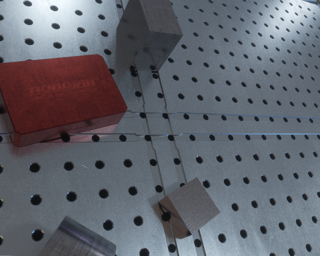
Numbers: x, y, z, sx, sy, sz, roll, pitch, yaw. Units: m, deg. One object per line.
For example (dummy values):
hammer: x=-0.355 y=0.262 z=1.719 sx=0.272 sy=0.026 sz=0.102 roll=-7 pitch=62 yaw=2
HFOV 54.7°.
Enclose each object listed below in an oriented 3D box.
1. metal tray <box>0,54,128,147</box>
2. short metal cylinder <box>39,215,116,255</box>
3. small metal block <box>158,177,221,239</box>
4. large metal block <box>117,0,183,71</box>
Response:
metal tray: x=-0.115 y=-0.038 z=0.366 sx=0.131 sy=0.030 sz=0.090 roll=-15 pitch=70 yaw=-34
short metal cylinder: x=-0.080 y=0.121 z=0.256 sx=0.050 sy=0.080 sz=0.080 roll=34 pitch=51 yaw=-6
small metal block: x=0.035 y=0.094 z=0.369 sx=0.050 sy=0.025 sz=0.050 roll=-24 pitch=75 yaw=-36
large metal block: x=-0.018 y=-0.140 z=0.448 sx=0.050 sy=0.080 sz=0.080 roll=-3 pitch=63 yaw=-30
